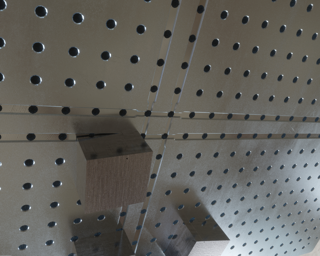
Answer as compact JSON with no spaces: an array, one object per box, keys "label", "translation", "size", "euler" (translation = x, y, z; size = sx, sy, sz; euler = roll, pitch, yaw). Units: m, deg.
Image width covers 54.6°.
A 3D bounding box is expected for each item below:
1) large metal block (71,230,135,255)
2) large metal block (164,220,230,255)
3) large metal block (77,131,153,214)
[{"label":"large metal block","translation":[-0.090,0.211,0.475],"size":[0.081,0.050,0.079],"euler":[-2,119,-28]},{"label":"large metal block","translation":[0.067,0.216,0.564],"size":[0.081,0.050,0.080],"euler":[12,112,-34]},{"label":"large metal block","translation":[-0.060,0.055,0.395],"size":[0.081,0.050,0.079],"euler":[-6,121,-26]}]
